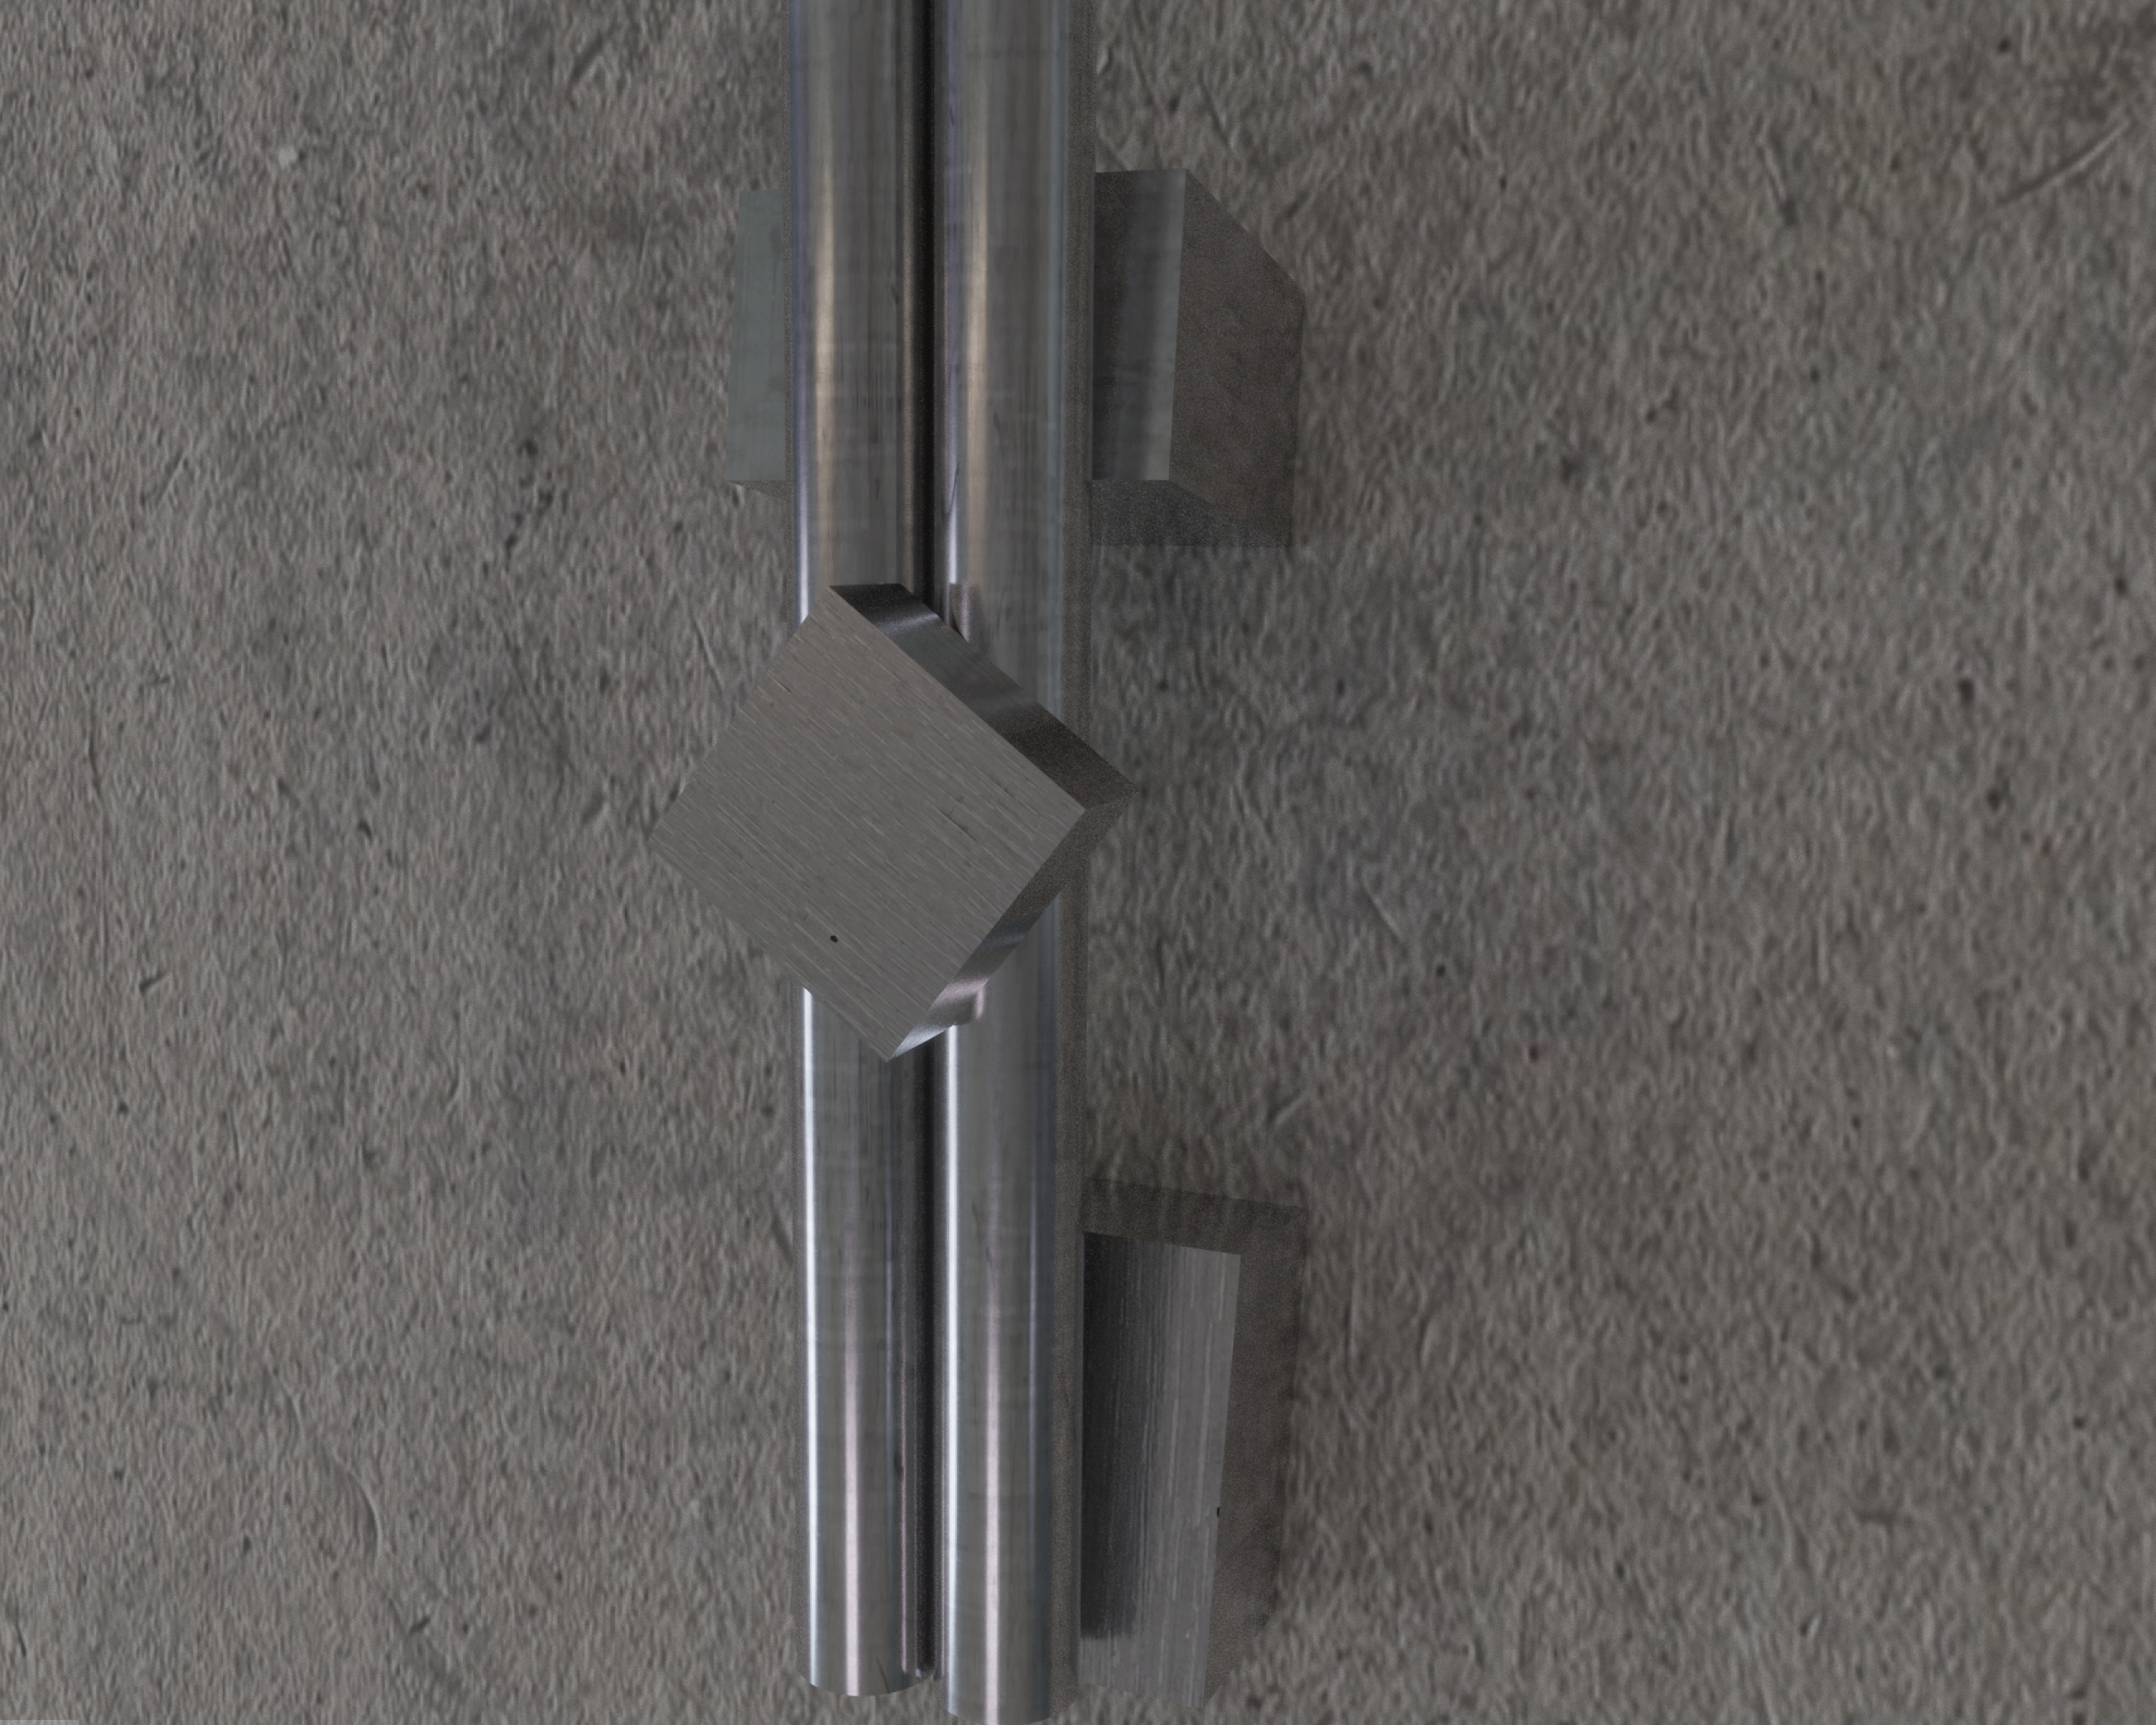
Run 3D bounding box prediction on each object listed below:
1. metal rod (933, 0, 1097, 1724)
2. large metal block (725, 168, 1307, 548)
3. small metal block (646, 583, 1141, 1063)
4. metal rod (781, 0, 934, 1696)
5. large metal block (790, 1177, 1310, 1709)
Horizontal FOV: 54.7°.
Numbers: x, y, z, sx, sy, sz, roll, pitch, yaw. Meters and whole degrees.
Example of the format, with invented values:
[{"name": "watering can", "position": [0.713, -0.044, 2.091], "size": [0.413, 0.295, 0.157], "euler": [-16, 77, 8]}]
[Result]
[{"name": "metal rod", "position": [-0.011, -0.007, 0.336], "size": [0.025, 0.025, 0.298], "euler": [3, 98, 20]}, {"name": "large metal block", "position": [-0.008, -0.089, 0.384], "size": [0.080, 0.080, 0.050], "euler": [4, 91, 20]}, {"name": "small metal block", "position": [-0.028, -0.007, 0.316], "size": [0.050, 0.025, 0.050], "euler": [41, 109, 9]}, {"name": "metal rod", "position": [-0.035, -0.008, 0.345], "size": [0.025, 0.025, 0.298], "euler": [3, 98, 20]}, {"name": "large metal block", "position": [-0.004, 0.104, 0.398], "size": [0.080, 0.050, 0.079], "euler": [5, 92, 20]}]
